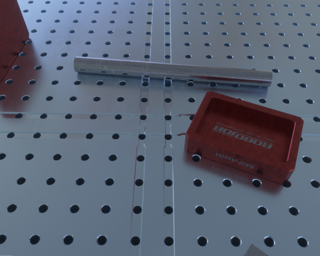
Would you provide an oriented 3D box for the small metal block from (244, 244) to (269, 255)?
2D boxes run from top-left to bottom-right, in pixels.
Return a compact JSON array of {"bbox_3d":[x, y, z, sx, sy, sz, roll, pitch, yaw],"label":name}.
[{"bbox_3d":[0.092,0.147,0.286,0.050,0.025,0.050,32,57,24],"label":"small metal block"}]

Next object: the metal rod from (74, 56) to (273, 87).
[{"bbox_3d":[0.018,-0.088,0.481,0.302,0.025,0.025,5,50,3],"label":"metal rod"}]

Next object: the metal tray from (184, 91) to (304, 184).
[{"bbox_3d":[0.108,0.008,0.399,0.130,0.030,0.090,19,52,14],"label":"metal tray"}]

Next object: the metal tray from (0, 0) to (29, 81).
[{"bbox_3d":[-0.256,-0.148,0.486,0.030,0.089,0.130,4,50,3],"label":"metal tray"}]
